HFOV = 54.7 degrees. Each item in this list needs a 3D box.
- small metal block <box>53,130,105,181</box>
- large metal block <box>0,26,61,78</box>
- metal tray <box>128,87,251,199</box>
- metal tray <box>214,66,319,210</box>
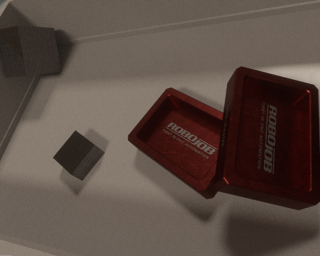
[{"bbox_3d":[-0.116,0.039,0.441,0.050,0.025,0.050,30,78,37],"label":"small metal block"},{"bbox_3d":[-0.229,-0.134,0.548,0.050,0.080,0.079,0,104,26],"label":"large metal block"},{"bbox_3d":[0.033,0.013,0.376,0.130,0.030,0.090,32,79,37],"label":"metal tray"},{"bbox_3d":[0.109,0.007,0.312,0.091,0.030,0.130,14,64,-2],"label":"metal tray"}]
